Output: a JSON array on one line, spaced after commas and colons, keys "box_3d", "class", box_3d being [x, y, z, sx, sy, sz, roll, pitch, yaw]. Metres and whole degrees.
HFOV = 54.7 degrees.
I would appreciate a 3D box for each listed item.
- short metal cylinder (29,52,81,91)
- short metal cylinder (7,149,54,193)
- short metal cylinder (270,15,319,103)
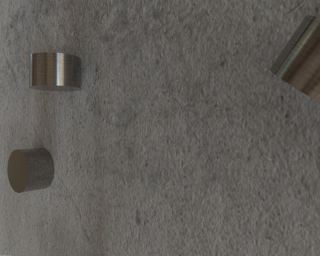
[{"box_3d": [-0.171, -0.090, 0.507, 0.080, 0.081, 0.050, 0, 90, 39], "class": "short metal cylinder"}, {"box_3d": [-0.245, 0.079, 0.587, 0.080, 0.050, 0.079, 0, 90, 39], "class": "short metal cylinder"}, {"box_3d": [0.140, -0.049, 0.253, 0.080, 0.081, 0.050, 44, 116, 31], "class": "short metal cylinder"}]
